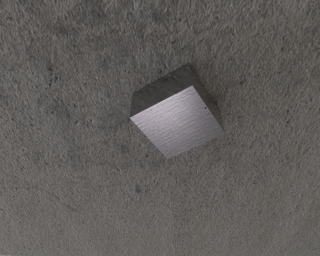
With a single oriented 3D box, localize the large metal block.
[{"bbox_3d":[0.022,-0.018,0.375,0.080,0.050,0.080,-26,126,20],"label":"large metal block"}]
